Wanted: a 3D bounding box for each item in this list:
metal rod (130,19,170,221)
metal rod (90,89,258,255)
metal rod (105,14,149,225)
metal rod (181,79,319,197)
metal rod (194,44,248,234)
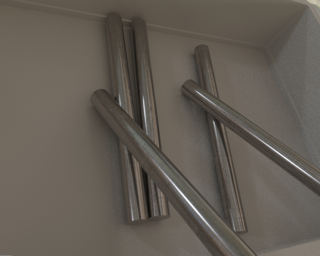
[{"bbox_3d":[-0.018,-0.031,0.414,0.025,0.025,0.299,7,59,-25],"label":"metal rod"},{"bbox_3d":[0.003,0.041,0.291,0.025,0.025,0.300,-10,38,-32],"label":"metal rod"},{"bbox_3d":[-0.047,-0.031,0.398,0.025,0.025,0.299,4,60,-26],"label":"metal rod"},{"bbox_3d":[0.133,0.021,0.385,0.025,0.025,0.300,-19,47,-35],"label":"metal rod"},{"bbox_3d":[0.082,-0.002,0.450,0.025,0.025,0.299,9,58,-24],"label":"metal rod"}]
